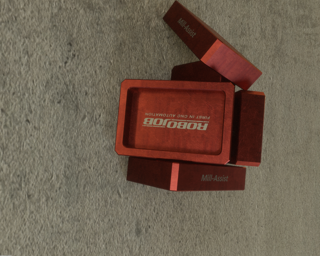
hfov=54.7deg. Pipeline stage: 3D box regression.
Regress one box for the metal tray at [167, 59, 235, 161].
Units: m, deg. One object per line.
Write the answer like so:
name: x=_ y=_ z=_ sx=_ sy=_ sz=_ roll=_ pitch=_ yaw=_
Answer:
metal tray: x=0.051 y=-0.021 z=0.408 sx=0.030 sy=0.090 sz=0.129 roll=10 pitch=84 yaw=-40

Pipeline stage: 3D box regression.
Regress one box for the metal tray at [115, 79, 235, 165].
metal tray: x=0.017 y=-0.008 z=0.359 sx=0.030 sy=0.131 sz=0.089 roll=21 pitch=73 yaw=-76

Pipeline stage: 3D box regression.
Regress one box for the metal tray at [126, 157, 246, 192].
metal tray: x=0.035 y=0.058 z=0.395 sx=0.131 sy=0.090 sz=0.030 roll=9 pitch=85 yaw=-40

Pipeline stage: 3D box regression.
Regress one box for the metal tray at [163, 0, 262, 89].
metal tray: x=0.065 y=-0.109 z=0.403 sx=0.090 sy=0.130 sz=0.030 roll=22 pitch=117 yaw=-38

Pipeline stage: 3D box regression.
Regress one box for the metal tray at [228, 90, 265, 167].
metal tray: x=0.099 y=0.003 z=0.427 sx=0.030 sy=0.130 sz=0.089 roll=6 pitch=86 yaw=-7
